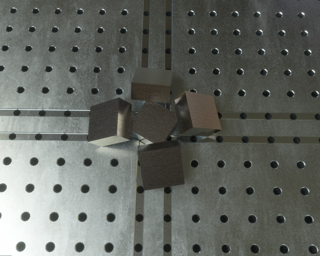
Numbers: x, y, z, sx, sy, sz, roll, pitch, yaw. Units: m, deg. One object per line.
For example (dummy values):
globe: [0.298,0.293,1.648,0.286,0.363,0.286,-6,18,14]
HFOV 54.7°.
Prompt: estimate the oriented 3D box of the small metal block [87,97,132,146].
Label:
small metal block: [-0.065,-0.007,0.401,0.050,0.025,0.050,-13,66,32]

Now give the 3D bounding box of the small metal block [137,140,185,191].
small metal block: [0.001,0.045,0.382,0.050,0.025,0.050,-8,106,-4]

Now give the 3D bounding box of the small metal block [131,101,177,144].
small metal block: [-0.008,-0.004,0.412,0.050,0.025,0.050,30,72,10]

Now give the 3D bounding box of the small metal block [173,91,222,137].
small metal block: [0.049,-0.018,0.406,0.050,0.025,0.050,5,65,-36]

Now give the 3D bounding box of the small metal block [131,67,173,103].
small metal block: [-0.010,-0.059,0.420,0.050,0.025,0.050,6,34,2]
